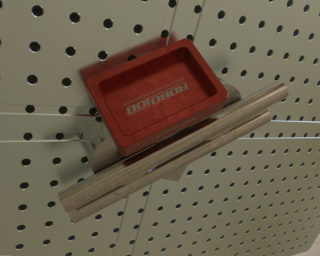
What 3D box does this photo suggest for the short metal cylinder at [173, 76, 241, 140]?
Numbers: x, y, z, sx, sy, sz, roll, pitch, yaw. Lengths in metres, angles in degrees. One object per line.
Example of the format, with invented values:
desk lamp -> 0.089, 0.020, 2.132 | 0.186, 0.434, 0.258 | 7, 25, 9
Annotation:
short metal cylinder -> 0.060, -0.030, 0.412 | 0.081, 0.050, 0.079 | -14, 125, -21

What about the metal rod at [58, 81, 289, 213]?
metal rod -> 0.026, 0.016, 0.371 | 0.302, 0.025, 0.025 | -27, 128, -12

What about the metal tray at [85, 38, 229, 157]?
metal tray -> -0.003, -0.037, 0.344 | 0.131, 0.090, 0.030 | -26, 160, -13

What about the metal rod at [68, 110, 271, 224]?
metal rod -> 0.021, 0.044, 0.418 | 0.302, 0.025, 0.025 | -26, 128, -13

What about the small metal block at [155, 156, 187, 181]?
small metal block -> 0.013, 0.047, 0.448 | 0.050, 0.025, 0.050 | 16, 110, -35

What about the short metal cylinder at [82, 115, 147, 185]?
short metal cylinder -> -0.051, 0.024, 0.383 | 0.081, 0.050, 0.079 | -14, 125, -21
